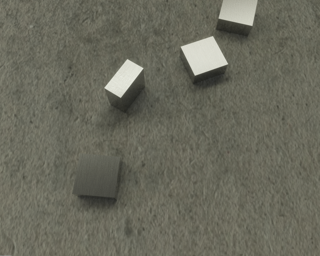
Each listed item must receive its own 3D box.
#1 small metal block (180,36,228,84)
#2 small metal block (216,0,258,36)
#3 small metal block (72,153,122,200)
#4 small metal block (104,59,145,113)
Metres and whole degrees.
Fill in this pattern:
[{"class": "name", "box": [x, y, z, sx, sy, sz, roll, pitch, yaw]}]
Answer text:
[{"class": "small metal block", "box": [0.062, -0.097, 0.445, 0.050, 0.025, 0.050, -20, 72, -8]}, {"class": "small metal block", "box": [0.117, -0.173, 0.473, 0.050, 0.025, 0.050, 14, 71, 5]}, {"class": "small metal block", "box": [-0.076, 0.061, 0.385, 0.050, 0.025, 0.050, 5, 70, 1]}, {"class": "small metal block", "box": [-0.045, -0.055, 0.414, 0.025, 0.050, 0.050, 31, 73, 10]}]
